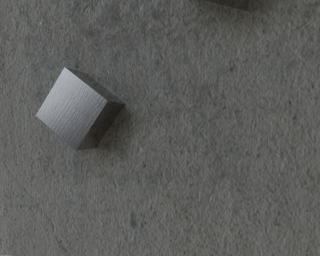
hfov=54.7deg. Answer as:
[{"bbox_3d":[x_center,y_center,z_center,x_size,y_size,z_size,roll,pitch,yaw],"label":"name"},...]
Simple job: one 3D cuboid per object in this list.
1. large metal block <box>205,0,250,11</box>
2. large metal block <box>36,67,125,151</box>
[{"bbox_3d":[0.077,-0.197,0.368,0.080,0.050,0.080,23,97,18],"label":"large metal block"},{"bbox_3d":[-0.110,-0.026,0.433,0.080,0.050,0.080,38,102,15],"label":"large metal block"}]
